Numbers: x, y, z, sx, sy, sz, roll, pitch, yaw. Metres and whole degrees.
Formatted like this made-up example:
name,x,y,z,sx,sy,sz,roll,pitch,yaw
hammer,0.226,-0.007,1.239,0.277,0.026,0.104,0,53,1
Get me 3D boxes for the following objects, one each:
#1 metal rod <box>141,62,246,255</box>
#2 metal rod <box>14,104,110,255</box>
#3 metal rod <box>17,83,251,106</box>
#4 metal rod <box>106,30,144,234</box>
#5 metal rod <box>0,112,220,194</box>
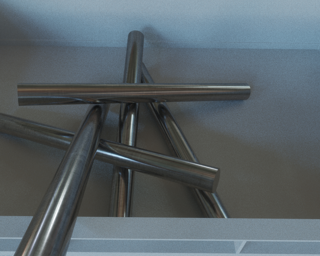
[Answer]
name,x,y,z,sx,sy,sz,roll,pitch,yaw
metal rod,0.019,0.013,0.394,0.025,0.025,0.300,-17,52,-14
metal rod,-0.071,0.020,0.285,0.025,0.025,0.300,-3,22,-3
metal rod,-0.015,-0.045,0.395,0.303,0.025,0.025,-3,49,-22
metal rod,-0.040,-0.019,0.401,0.025,0.025,0.300,1,56,0
metal rod,-0.082,0.021,0.353,0.301,0.025,0.025,12,50,23
